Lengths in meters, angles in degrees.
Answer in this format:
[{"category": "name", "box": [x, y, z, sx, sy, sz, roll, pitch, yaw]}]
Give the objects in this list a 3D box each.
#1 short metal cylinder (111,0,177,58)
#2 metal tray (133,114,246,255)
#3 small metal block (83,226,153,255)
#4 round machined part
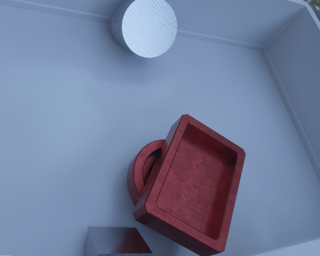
[{"category": "short metal cylinder", "box": [-0.023, -0.144, 0.439, 0.081, 0.079, 0.050, 3, 18, -27]}, {"category": "metal tray", "box": [0.038, 0.057, 0.335, 0.090, 0.030, 0.130, 32, 51, -8]}, {"category": "small metal block", "box": [-0.041, 0.117, 0.294, 0.050, 0.050, 0.025, 10, 96, -24]}, {"category": "round machined part", "box": [0.007, 0.066, 0.360, 0.099, 0.042, 0.098, 14, 56, -21]}]
